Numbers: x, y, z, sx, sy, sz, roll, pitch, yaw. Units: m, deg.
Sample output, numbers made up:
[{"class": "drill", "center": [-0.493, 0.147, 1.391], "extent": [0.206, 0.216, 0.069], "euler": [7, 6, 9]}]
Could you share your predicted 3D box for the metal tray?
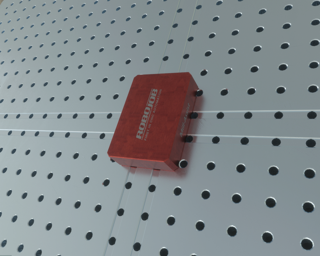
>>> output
[{"class": "metal tray", "center": [-0.008, -0.012, 0.414], "extent": [0.090, 0.030, 0.130], "euler": [2, 63, 29]}]
